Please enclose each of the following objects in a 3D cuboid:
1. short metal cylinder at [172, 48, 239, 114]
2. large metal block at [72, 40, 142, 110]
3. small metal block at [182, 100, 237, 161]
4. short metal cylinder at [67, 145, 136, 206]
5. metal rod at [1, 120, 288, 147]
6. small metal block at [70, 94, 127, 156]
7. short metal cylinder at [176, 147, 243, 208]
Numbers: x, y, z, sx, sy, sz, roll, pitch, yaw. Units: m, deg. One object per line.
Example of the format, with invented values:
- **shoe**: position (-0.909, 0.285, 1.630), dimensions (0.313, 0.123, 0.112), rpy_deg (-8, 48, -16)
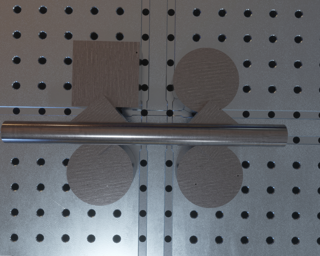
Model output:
- **short metal cylinder**: position (0.056, -0.058, 0.401), dimensions (0.081, 0.050, 0.080), rpy_deg (0, 90, 0)
- **large metal block**: position (-0.066, -0.066, 0.400), dimensions (0.081, 0.050, 0.080), rpy_deg (1, 90, 0)
- **small metal block**: position (0.060, 0.003, 0.364), dimensions (0.050, 0.025, 0.050), rpy_deg (40, 90, 0)
- **short metal cylinder**: position (-0.073, 0.054, 0.399), dimensions (0.081, 0.050, 0.080), rpy_deg (0, 90, 0)
- **metal rod**: position (-0.016, 0.006, 0.338), dimensions (0.302, 0.025, 0.025), rpy_deg (1, 90, 0)
- **small metal block**: position (-0.068, -0.003, 0.363), dimensions (0.050, 0.025, 0.050), rpy_deg (-40, 90, 0)
- **short metal cylinder**: position (0.061, 0.057, 0.401), dimensions (0.081, 0.050, 0.080), rpy_deg (0, 90, 0)
